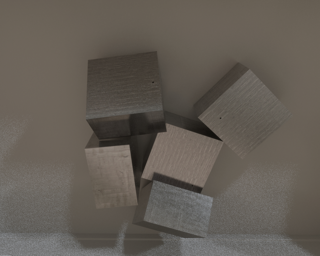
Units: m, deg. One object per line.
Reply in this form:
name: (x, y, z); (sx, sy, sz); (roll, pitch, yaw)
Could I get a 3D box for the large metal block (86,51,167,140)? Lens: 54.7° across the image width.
large metal block: (-0.038, -0.037, 0.360); (0.080, 0.080, 0.050); (-7, 152, 3)

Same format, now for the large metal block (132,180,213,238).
large metal block: (0.014, 0.112, 0.415); (0.080, 0.080, 0.050); (18, 67, -9)

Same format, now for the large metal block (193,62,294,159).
large metal block: (0.101, -0.022, 0.390); (0.080, 0.050, 0.080); (42, 104, -14)

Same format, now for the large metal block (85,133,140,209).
large metal block: (-0.056, 0.044, 0.396); (0.050, 0.080, 0.079); (-5, 110, 1)

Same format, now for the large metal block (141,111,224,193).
large metal block: (0.027, 0.031, 0.409); (0.080, 0.050, 0.079); (18, 109, -7)
